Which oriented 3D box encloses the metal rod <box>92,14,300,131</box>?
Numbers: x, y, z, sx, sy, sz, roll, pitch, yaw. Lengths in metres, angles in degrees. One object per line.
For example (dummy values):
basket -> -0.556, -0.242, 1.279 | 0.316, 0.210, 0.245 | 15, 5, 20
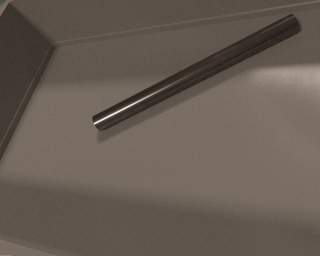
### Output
metal rod -> 0.040, -0.071, 0.426 | 0.301, 0.025, 0.025 | -26, 53, 11
